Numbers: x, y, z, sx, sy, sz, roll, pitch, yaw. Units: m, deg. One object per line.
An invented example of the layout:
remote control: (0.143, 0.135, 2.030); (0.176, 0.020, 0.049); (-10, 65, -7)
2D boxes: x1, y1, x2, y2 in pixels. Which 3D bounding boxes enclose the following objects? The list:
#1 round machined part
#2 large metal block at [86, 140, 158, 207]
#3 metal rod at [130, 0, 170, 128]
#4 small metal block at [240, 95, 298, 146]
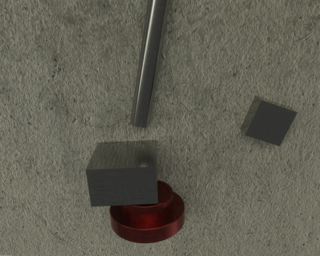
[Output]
round machined part: (-0.017, 0.102, 0.409); (0.099, 0.098, 0.042); (-2, 110, 0)
large metal block: (-0.044, 0.055, 0.400); (0.081, 0.080, 0.050); (-3, 110, 0)
metal rod: (-0.002, -0.143, 0.357); (0.025, 0.025, 0.298); (9, 110, -4)
small metal block: (0.142, -0.010, 0.408); (0.050, 0.025, 0.050); (18, 109, -7)
